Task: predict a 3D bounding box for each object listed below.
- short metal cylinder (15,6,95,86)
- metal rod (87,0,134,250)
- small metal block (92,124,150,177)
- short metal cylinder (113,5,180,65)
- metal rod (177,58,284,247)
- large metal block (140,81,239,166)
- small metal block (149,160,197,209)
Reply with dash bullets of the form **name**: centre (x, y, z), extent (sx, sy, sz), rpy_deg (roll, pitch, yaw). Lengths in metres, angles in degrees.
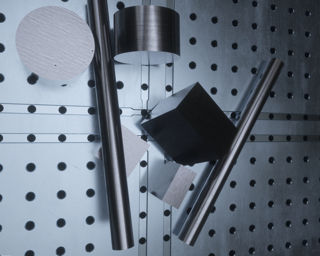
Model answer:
- **short metal cylinder**: centre (-0.119, -0.091, 0.355), extent (0.081, 0.050, 0.080), rpy_deg (0, 90, -20)
- **metal rod**: centre (-0.060, -0.013, 0.367), extent (0.025, 0.025, 0.298), rpy_deg (-5, 83, -20)
- **small metal block**: centre (-0.050, 0.027, 0.394), extent (0.050, 0.025, 0.050), rpy_deg (38, 78, -16)
- **short metal cylinder**: centre (-0.016, -0.109, 0.377), extent (0.081, 0.080, 0.050), rpy_deg (-1, 91, -20)
- **metal rod**: centre (0.107, 0.028, 0.451), extent (0.025, 0.025, 0.300), rpy_deg (33, 79, -17)
- **large metal block**: centre (0.035, -0.001, 0.390), extent (0.080, 0.080, 0.050), rpy_deg (48, 57, -14)
- **small metal block**: centre (0.016, 0.072, 0.405), extent (0.025, 0.050, 0.050), rpy_deg (32, 80, -17)
